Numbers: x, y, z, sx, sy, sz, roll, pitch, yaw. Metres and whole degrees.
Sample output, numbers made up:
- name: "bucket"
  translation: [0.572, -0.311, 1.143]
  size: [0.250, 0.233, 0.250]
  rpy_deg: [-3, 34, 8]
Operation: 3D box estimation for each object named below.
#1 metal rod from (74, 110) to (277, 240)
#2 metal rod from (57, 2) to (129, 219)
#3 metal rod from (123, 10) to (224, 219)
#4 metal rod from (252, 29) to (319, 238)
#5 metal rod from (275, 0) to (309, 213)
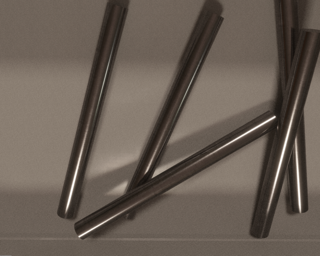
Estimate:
- name: "metal rod"
  translation: [0.021, 0.064, 0.415]
  size: [0.301, 0.025, 0.025]
  rpy_deg: [-30, 108, 2]
- name: "metal rod"
  translation: [-0.093, -0.008, 0.406]
  size: [0.025, 0.025, 0.298]
  rpy_deg: [16, 109, -6]
- name: "metal rod"
  translation: [0.007, -0.004, 0.410]
  size: [0.025, 0.025, 0.298]
  rpy_deg: [21, 109, -8]
- name: "metal rod"
  translation: [0.160, 0.026, 0.404]
  size: [0.025, 0.025, 0.298]
  rpy_deg: [2, 117, -1]
- name: "metal rod"
  translation: [0.175, -0.019, 0.406]
  size: [0.025, 0.025, 0.298]
  rpy_deg: [-11, 110, 4]
